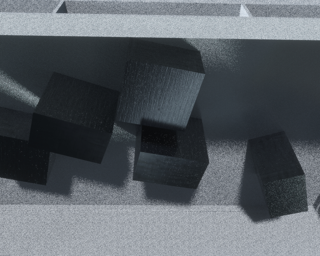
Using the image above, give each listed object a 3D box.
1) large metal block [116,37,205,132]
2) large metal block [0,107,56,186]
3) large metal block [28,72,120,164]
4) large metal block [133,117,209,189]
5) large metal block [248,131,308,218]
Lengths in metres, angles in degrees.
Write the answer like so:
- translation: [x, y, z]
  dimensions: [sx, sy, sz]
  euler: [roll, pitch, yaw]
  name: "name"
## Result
- translation: [-0.002, -0.048, 0.352]
  dimensions: [0.081, 0.050, 0.079]
  euler: [9, 130, -9]
  name: "large metal block"
- translation: [-0.183, 0.025, 0.411]
  dimensions: [0.081, 0.050, 0.079]
  euler: [13, 129, -11]
  name: "large metal block"
- translation: [-0.097, -0.013, 0.361]
  dimensions: [0.081, 0.080, 0.050]
  euler: [16, 128, -14]
  name: "large metal block"
- translation: [0.012, 0.026, 0.395]
  dimensions: [0.081, 0.080, 0.050]
  euler: [10, 129, -9]
  name: "large metal block"
- translation: [0.163, 0.065, 0.431]
  dimensions: [0.050, 0.080, 0.080]
  euler: [-16, 129, 12]
  name: "large metal block"
